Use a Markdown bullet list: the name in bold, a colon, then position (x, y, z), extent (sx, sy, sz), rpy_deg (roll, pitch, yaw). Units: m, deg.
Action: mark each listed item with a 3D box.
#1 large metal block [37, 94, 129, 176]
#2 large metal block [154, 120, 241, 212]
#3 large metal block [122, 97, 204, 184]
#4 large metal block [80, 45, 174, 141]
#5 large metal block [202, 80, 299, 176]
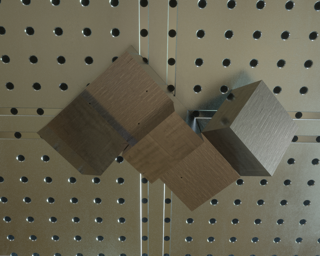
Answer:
- **large metal block**: position (-0.097, 0.012, 0.380), extent (0.080, 0.080, 0.050), rpy_deg (47, 65, -15)
- **large metal block**: position (0.047, 0.050, 0.418), extent (0.080, 0.050, 0.080), rpy_deg (-39, 104, 13)
- **large metal block**: position (0.003, 0.009, 0.387), extent (0.080, 0.080, 0.050), rpy_deg (-40, 107, 13)
- **large metal block**: position (-0.040, -0.042, 0.384), extent (0.080, 0.050, 0.080), rpy_deg (-39, 106, 14)
- **large metal block**: position (0.111, 0.002, 0.379), extent (0.080, 0.050, 0.080), rpy_deg (47, 63, -16)
